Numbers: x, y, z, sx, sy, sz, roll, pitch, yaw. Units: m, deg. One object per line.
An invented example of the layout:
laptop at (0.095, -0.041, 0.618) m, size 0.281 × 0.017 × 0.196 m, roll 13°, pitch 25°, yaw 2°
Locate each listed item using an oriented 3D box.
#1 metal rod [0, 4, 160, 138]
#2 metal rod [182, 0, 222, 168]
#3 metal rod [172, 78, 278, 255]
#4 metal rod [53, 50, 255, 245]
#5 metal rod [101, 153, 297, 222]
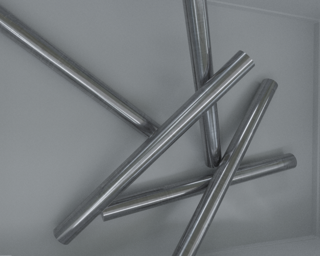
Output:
metal rod at (-0.109, -0.071, 0.370) m, size 0.301 × 0.025 × 0.025 m, roll 37°, pitch 78°, yaw -17°
metal rod at (0.049, -0.074, 0.363) m, size 0.025 × 0.025 × 0.298 m, roll -25°, pitch 124°, yaw -18°
metal rod at (0.094, 0.051, 0.422) m, size 0.025 × 0.025 × 0.300 m, roll 39°, pitch 68°, yaw -16°
metal rod at (-0.010, 0.025, 0.360) m, size 0.300 × 0.025 × 0.025 m, roll -44°, pitch 105°, yaw 4°
metal rod at (0.067, 0.078, 0.436) m, size 0.303 × 0.025 × 0.025 m, roll -11°, pitch 94°, yaw -20°
